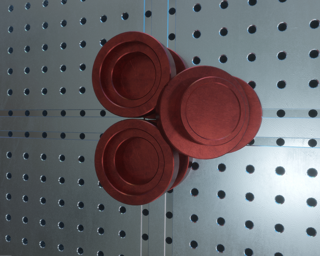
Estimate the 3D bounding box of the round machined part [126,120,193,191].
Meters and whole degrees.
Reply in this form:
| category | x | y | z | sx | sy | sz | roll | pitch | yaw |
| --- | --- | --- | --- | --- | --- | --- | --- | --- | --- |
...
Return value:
| category | x | y | z | sx | sy | sz | roll | pitch | yaw |
| --- | --- | --- | --- | --- | --- | --- | --- | --- | --- |
| round machined part | -0.010 | 0.038 | 0.408 | 0.098 | 0.042 | 0.097 | 0 | 90 | 20 |

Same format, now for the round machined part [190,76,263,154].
| category | x | y | z | sx | sy | sz | roll | pitch | yaw |
| --- | --- | --- | --- | --- | --- | --- | --- | --- | --- |
| round machined part | 0.073 | -0.017 | 0.378 | 0.098 | 0.042 | 0.097 | 0 | 90 | 20 |

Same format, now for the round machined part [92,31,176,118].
| category | x | y | z | sx | sy | sz | roll | pitch | yaw |
| --- | --- | --- | --- | --- | --- | --- | --- | --- | --- |
| round machined part | -0.027 | -0.060 | 0.368 | 0.098 | 0.042 | 0.097 | 0 | 90 | 20 |

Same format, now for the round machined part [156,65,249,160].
| category | x | y | z | sx | sy | sz | roll | pitch | yaw |
| --- | --- | --- | --- | --- | --- | --- | --- | --- | --- |
| round machined part | 0.048 | -0.016 | 0.319 | 0.099 | 0.042 | 0.097 | 0 | 89 | -12 |

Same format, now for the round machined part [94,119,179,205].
| category | x | y | z | sx | sy | sz | roll | pitch | yaw |
| --- | --- | --- | --- | --- | --- | --- | --- | --- | --- |
| round machined part | -0.024 | 0.038 | 0.367 | 0.098 | 0.042 | 0.097 | 0 | 90 | 20 |

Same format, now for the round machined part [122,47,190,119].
| category | x | y | z | sx | sy | sz | roll | pitch | yaw |
| --- | --- | --- | --- | --- | --- | --- | --- | --- | --- |
| round machined part | -0.011 | -0.061 | 0.409 | 0.098 | 0.042 | 0.097 | 0 | 90 | 20 |
